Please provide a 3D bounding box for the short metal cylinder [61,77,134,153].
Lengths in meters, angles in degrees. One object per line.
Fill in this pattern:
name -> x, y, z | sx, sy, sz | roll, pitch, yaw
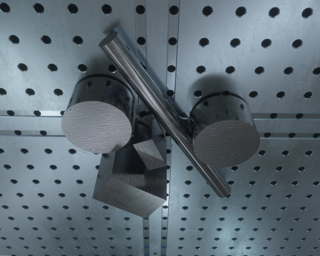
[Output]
short metal cylinder -> -0.073, -0.015, 0.377 | 0.081, 0.050, 0.079 | 0, 130, 0

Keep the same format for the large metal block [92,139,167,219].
large metal block -> -0.038, 0.065, 0.425 | 0.080, 0.080, 0.050 | 28, 125, -21

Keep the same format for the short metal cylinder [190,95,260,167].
short metal cylinder -> 0.081, 0.005, 0.395 | 0.081, 0.050, 0.079 | 0, 130, 0

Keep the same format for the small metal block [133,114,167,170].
small metal block -> -0.012, 0.018, 0.405 | 0.025, 0.050, 0.050 | -17, 128, 13

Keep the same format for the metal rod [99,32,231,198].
metal rod -> 0.024, 0.003, 0.410 | 0.025, 0.025, 0.300 | -25, 126, 20
